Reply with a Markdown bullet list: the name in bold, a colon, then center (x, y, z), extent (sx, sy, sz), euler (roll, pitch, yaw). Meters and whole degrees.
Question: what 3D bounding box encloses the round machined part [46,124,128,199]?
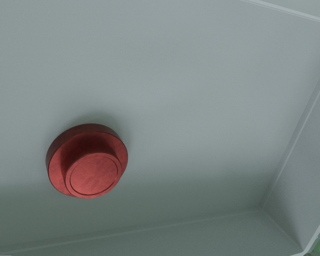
- **round machined part**: center (-0.085, 0.047, 0.380), extent (0.099, 0.042, 0.097), euler (-14, 124, -21)
